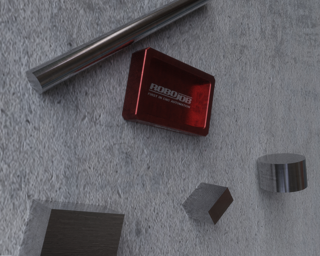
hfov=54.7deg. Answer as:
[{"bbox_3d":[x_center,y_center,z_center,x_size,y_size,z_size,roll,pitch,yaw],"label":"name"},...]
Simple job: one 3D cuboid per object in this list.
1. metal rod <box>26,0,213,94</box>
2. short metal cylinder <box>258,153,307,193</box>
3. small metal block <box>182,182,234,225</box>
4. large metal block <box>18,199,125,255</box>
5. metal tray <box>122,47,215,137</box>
[{"bbox_3d":[-0.025,-0.124,0.385,0.302,0.025,0.025,-39,114,-33],"label":"metal rod"},{"bbox_3d":[0.220,0.079,0.557,0.081,0.080,0.050,-12,98,-40],"label":"short metal cylinder"},{"bbox_3d":[0.069,0.108,0.449,0.050,0.050,0.025,-41,115,-33],"label":"small metal block"},{"bbox_3d":[-0.091,0.120,0.314,0.080,0.050,0.080,18,79,-39],"label":"large metal block"},{"bbox_3d":[0.017,-0.043,0.417,0.131,0.030,0.090,14,81,-39],"label":"metal tray"}]
